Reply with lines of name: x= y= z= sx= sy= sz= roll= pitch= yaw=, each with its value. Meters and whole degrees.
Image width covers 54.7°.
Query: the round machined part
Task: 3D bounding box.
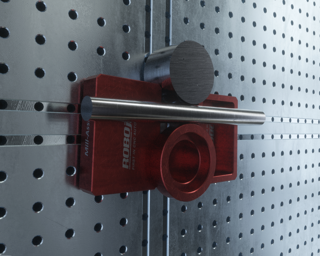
round machined part: x=0.025 y=0.043 z=0.403 sx=0.099 sy=0.042 sz=0.097 roll=0 pitch=90 yaw=-40

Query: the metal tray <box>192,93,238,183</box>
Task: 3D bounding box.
metal tray: x=0.077 y=0.015 z=0.466 sx=0.091 sy=0.030 sz=0.129 roll=1 pitch=89 yaw=-40

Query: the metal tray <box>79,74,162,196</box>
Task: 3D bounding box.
metal tray: x=-0.044 y=0.008 z=0.363 sx=0.091 sy=0.030 sz=0.129 roll=4 pitch=88 yaw=-40

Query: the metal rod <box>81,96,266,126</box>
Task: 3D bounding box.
metal rod: x=0.043 y=-0.018 z=0.401 sx=0.302 sy=0.025 sz=0.025 roll=1 pitch=90 yaw=-40

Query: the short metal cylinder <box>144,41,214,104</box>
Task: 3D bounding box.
short metal cylinder: x=0.026 y=-0.070 z=0.409 sx=0.081 sy=0.050 sz=0.079 roll=0 pitch=90 yaw=-40
